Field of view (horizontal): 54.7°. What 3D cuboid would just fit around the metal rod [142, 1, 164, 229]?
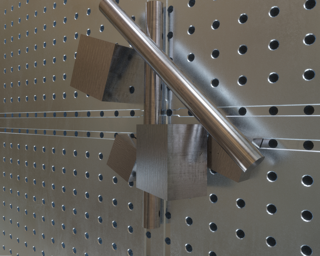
[{"bbox_3d":[-0.009,-0.017,0.417,0.025,0.025,0.298,2,91,40],"label":"metal rod"}]

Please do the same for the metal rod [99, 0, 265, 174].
[{"bbox_3d":[0.009,-0.068,0.368,0.300,0.025,0.025,51,120,27],"label":"metal rod"}]

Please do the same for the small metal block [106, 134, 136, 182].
[{"bbox_3d":[-0.046,0.042,0.447,0.050,0.025,0.050,32,110,35],"label":"small metal block"}]

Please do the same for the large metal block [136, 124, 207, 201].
[{"bbox_3d":[0.011,0.035,0.367,0.080,0.050,0.080,1,91,62],"label":"large metal block"}]

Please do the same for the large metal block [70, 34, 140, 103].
[{"bbox_3d":[-0.083,-0.088,0.462,0.080,0.050,0.079,26,106,37],"label":"large metal block"}]

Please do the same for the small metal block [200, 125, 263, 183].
[{"bbox_3d":[0.078,0.026,0.345,0.050,0.025,0.050,25,106,37],"label":"small metal block"}]
